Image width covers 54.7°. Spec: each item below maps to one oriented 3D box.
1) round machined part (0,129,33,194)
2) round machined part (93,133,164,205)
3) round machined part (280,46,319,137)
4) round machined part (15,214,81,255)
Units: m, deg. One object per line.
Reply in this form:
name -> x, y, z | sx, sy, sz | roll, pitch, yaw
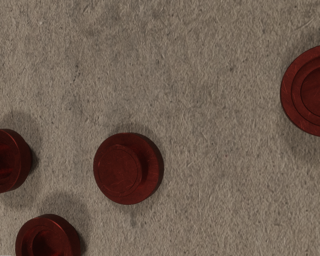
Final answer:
round machined part -> -0.240, 0.050, 0.483 | 0.098, 0.042, 0.097 | 0, 90, 19
round machined part -> -0.048, 0.055, 0.416 | 0.098, 0.042, 0.097 | 0, 90, 19
round machined part -> 0.183, -0.038, 0.336 | 0.098, 0.042, 0.097 | 0, 90, 19
round machined part -> -0.158, 0.174, 0.454 | 0.098, 0.042, 0.097 | 0, 90, 19
